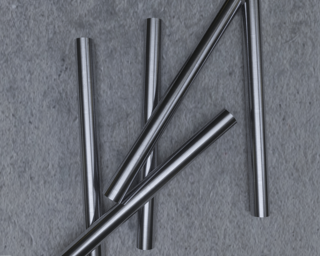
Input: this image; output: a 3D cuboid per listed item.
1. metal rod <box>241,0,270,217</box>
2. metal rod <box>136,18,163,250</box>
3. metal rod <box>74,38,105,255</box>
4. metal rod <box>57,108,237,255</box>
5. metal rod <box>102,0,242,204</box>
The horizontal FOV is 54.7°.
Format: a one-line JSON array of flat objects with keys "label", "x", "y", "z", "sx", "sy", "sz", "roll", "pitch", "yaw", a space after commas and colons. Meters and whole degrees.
[{"label": "metal rod", "x": 0.127, "y": -0.034, "z": 0.411, "sx": 0.025, "sy": 0.025, "sz": 0.298, "roll": -3, "pitch": 90, "yaw": -1}, {"label": "metal rod", "x": -0.014, "y": 0.008, "z": 0.409, "sx": 0.025, "sy": 0.025, "sz": 0.298, "roll": 2, "pitch": 90, "yaw": -1}, {"label": "metal rod", "x": -0.092, "y": 0.033, "z": 0.408, "sx": 0.025, "sy": 0.025, "sz": 0.298, "roll": -3, "pitch": 90, "yaw": -1}, {"label": "metal rod", "x": -0.025, "y": 0.084, "z": 0.383, "sx": 0.300, "sy": 0.025, "sz": 0.025, "roll": -42, "pitch": 91, "yaw": -1}, {"label": "metal rod", "x": 0.020, "y": -0.042, "z": 0.391, "sx": 0.025, "sy": 0.025, "sz": 0.300, "roll": 32, "pitch": 82, "yaw": -1}]
